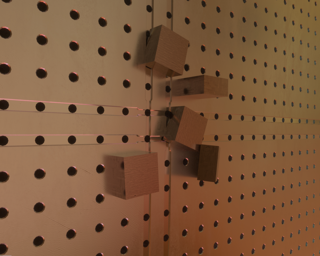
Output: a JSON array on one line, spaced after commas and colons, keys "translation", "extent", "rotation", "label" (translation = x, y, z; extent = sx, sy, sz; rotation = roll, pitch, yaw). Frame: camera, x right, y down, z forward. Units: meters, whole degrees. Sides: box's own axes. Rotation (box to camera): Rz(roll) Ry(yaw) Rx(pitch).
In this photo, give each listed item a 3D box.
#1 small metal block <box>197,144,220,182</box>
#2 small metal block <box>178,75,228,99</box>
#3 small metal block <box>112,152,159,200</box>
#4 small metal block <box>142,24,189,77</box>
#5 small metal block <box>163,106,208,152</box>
[{"translation": [0.072, 0.051, 0.452], "extent": [0.050, 0.025, 0.050], "rotation": [27, 69, -75], "label": "small metal block"}, {"translation": [0.061, -0.058, 0.443], "extent": [0.050, 0.050, 0.025], "rotation": [1, 90, -40], "label": "small metal block"}, {"translation": [-0.029, 0.057, 0.384], "extent": [0.050, 0.025, 0.050], "rotation": [-4, 93, -40], "label": "small metal block"}, {"translation": [0.009, -0.101, 0.415], "extent": [0.050, 0.025, 0.050], "rotation": [18, 79, -38], "label": "small metal block"}, {"translation": [0.037, 0.002, 0.439], "extent": [0.050, 0.025, 0.050], "rotation": [26, 74, -37], "label": "small metal block"}]
